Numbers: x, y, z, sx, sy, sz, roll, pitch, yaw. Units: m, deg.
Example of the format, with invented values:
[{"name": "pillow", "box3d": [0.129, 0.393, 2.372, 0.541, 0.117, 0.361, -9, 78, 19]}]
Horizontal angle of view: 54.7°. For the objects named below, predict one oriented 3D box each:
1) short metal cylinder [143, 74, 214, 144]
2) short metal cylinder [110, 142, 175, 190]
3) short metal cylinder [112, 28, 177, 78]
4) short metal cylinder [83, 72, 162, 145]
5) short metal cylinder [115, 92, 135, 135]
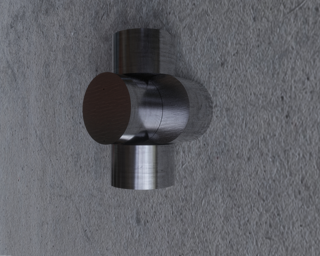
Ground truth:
[{"name": "short metal cylinder", "box3d": [0.017, -0.022, 0.374, 0.080, 0.050, 0.079, 0, 90, 39]}, {"name": "short metal cylinder", "box3d": [-0.022, 0.044, 0.387, 0.080, 0.081, 0.050, 1, 91, 39]}, {"name": "short metal cylinder", "box3d": [-0.019, -0.087, 0.385, 0.080, 0.081, 0.050, 0, 90, 39]}, {"name": "short metal cylinder", "box3d": [-0.044, -0.022, 0.359, 0.080, 0.050, 0.079, 0, 90, 39]}, {"name": "short metal cylinder", "box3d": [-0.045, -0.022, 0.425, 0.080, 0.050, 0.079, 0, 90, 39]}]
